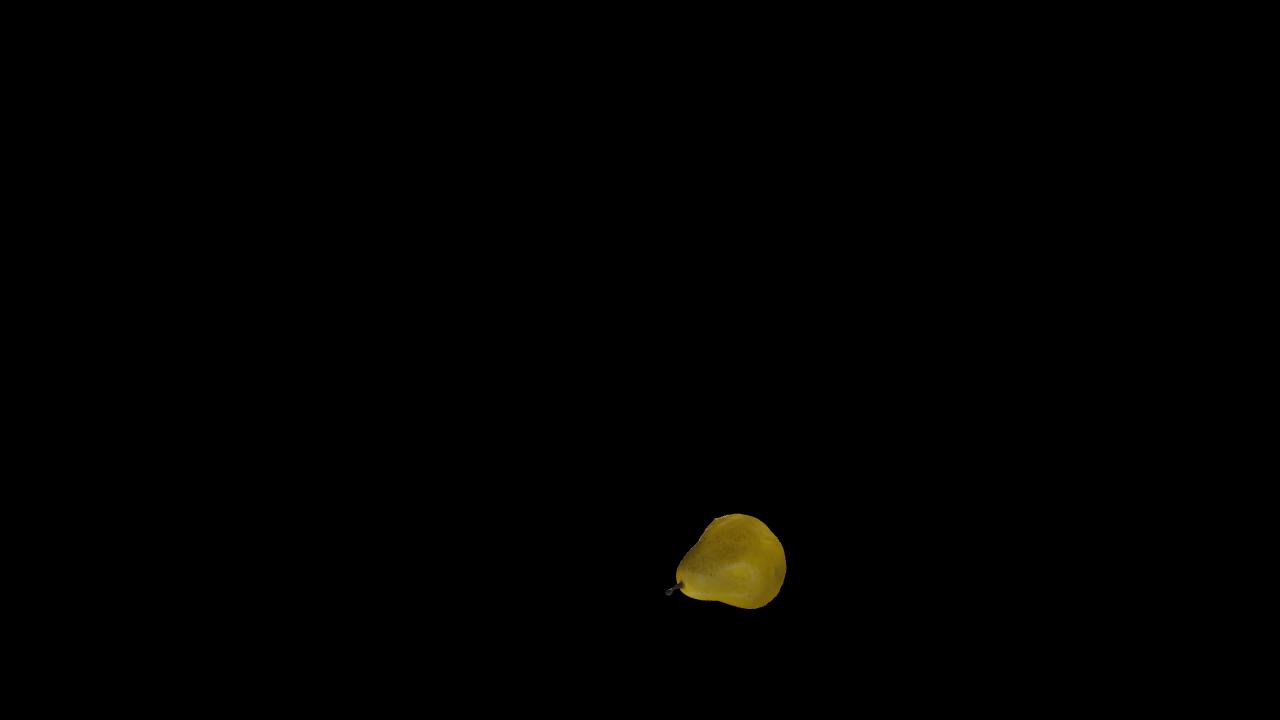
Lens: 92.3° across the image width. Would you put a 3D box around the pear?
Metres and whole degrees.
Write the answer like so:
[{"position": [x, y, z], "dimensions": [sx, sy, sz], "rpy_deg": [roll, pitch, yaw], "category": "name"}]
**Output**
[{"position": [0.063, 0.174, 0.515], "dimensions": [0.111, 0.080, 0.080], "rpy_deg": [-6, 2, -22], "category": "pear"}]
